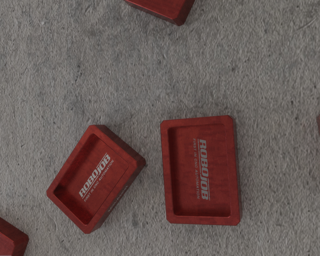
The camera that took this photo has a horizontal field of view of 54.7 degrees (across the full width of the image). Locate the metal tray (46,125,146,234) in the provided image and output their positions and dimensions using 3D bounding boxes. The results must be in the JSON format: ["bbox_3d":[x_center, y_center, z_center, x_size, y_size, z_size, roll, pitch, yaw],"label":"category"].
[{"bbox_3d":[-0.092,0.071,0.438,0.090,0.030,0.129,39,102,15],"label":"metal tray"}]

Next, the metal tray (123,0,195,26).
[{"bbox_3d":[0.015,-0.211,0.401,0.090,0.030,0.129,29,99,17],"label":"metal tray"}]

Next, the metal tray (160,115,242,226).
[{"bbox_3d":[0.051,0.052,0.388,0.090,0.030,0.129,-4,89,19],"label":"metal tray"}]

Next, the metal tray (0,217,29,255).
[{"bbox_3d":[-0.275,0.216,0.504,0.090,0.030,0.129,24,98,18],"label":"metal tray"}]

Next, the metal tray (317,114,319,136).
[{"bbox_3d":[0.242,0.017,0.320,0.130,0.030,0.089,-10,87,19],"label":"metal tray"}]
